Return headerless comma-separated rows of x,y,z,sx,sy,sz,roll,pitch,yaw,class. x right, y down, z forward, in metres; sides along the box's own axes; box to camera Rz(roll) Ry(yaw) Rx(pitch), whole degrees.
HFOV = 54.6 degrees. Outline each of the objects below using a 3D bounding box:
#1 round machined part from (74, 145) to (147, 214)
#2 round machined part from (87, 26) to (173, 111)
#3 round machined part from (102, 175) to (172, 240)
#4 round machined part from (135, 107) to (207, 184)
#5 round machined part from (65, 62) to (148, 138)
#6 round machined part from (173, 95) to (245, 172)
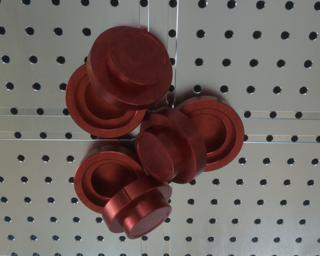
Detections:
-0.065,0.068,0.428,0.099,0.042,0.097,0,110,0,round machined part
-0.028,-0.072,0.348,0.099,0.042,0.098,8,71,-24,round machined part
-0.023,0.110,0.414,0.099,0.042,0.098,-28,148,-19,round machined part
0.006,0.027,0.382,0.042,0.098,0.098,-29,114,-35,round machined part
-0.063,-0.040,0.388,0.099,0.042,0.097,0,110,0,round machined part
0.056,0.005,0.406,0.099,0.042,0.097,0,110,0,round machined part
